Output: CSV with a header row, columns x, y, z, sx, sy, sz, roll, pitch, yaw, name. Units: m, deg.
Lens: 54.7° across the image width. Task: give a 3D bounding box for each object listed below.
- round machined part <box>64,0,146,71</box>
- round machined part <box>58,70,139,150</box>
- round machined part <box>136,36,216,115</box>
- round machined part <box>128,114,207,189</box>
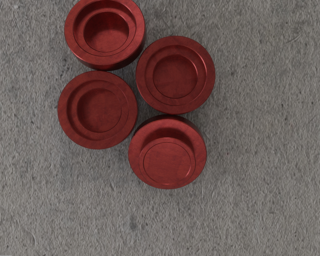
x,y,z,sx,sy,sz,roll,pitch,yaw,name
-0.067,-0.118,0.394,0.099,0.042,0.098,0,78,1,round machined part
-0.077,-0.022,0.401,0.099,0.042,0.097,0,90,0,round machined part
0.019,-0.065,0.401,0.099,0.042,0.097,0,90,0,round machined part
0.009,0.035,0.386,0.099,0.042,0.097,0,111,2,round machined part
